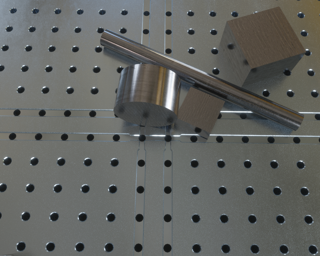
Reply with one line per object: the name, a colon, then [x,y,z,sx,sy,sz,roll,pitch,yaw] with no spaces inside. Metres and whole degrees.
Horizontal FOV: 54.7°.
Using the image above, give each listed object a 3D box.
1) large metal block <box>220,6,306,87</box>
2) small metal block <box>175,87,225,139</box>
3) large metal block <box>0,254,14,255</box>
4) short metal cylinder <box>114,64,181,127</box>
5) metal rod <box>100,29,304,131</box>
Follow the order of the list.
large metal block: [0.143,-0.116,0.443,0.081,0.050,0.080,-18,71,-7]
small metal block: [0.053,-0.021,0.420,0.050,0.025,0.050,25,72,8]
large metal block: [-0.177,0.194,0.325,0.080,0.050,0.080,-42,76,-14]
short metal cylinder: [-0.015,-0.039,0.397,0.080,0.080,0.050,6,70,2]
metal rod: [0.053,-0.071,0.438,0.301,0.025,0.025,25,72,8]
